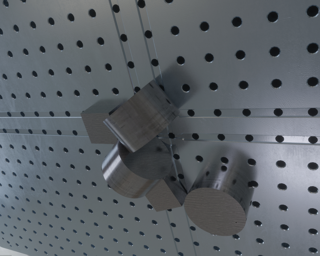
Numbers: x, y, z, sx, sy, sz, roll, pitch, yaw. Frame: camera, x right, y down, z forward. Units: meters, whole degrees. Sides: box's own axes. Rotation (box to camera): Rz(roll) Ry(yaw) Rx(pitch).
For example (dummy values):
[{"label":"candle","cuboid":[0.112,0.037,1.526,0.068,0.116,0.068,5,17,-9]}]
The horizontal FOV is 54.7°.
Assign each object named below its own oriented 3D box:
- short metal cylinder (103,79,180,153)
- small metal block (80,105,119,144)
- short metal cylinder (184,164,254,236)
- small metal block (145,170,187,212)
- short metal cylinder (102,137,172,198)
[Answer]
[{"label":"short metal cylinder","cuboid":[-0.022,-0.014,0.378,0.050,0.080,0.080,50,129,-7]},{"label":"small metal block","cuboid":[-0.081,-0.005,0.451,0.050,0.025,0.050,0,119,28]},{"label":"short metal cylinder","cuboid":[0.079,0.096,0.413,0.080,0.050,0.079,13,124,21]},{"label":"small metal block","cuboid":[0.005,0.095,0.468,0.050,0.025,0.050,-24,106,36]},{"label":"short metal cylinder","cuboid":[-0.031,0.048,0.421,0.080,0.080,0.050,40,128,1]}]
